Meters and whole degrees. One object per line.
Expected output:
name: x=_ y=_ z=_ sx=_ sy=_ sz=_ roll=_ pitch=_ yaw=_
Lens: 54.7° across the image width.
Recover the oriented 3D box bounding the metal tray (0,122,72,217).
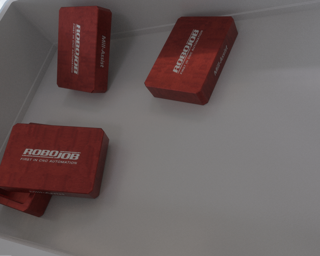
metal tray: x=-0.189 y=0.058 z=0.466 sx=0.090 sy=0.030 sz=0.130 roll=6 pitch=64 yaw=31

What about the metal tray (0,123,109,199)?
metal tray: x=-0.142 y=0.043 z=0.419 sx=0.131 sy=0.030 sz=0.090 roll=3 pitch=66 yaw=7

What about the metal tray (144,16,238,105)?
metal tray: x=0.045 y=-0.100 z=0.440 sx=0.090 sy=0.030 sz=0.130 roll=13 pitch=68 yaw=33

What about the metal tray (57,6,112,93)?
metal tray: x=-0.125 y=-0.126 z=0.501 sx=0.090 sy=0.030 sz=0.129 roll=13 pitch=103 yaw=33
